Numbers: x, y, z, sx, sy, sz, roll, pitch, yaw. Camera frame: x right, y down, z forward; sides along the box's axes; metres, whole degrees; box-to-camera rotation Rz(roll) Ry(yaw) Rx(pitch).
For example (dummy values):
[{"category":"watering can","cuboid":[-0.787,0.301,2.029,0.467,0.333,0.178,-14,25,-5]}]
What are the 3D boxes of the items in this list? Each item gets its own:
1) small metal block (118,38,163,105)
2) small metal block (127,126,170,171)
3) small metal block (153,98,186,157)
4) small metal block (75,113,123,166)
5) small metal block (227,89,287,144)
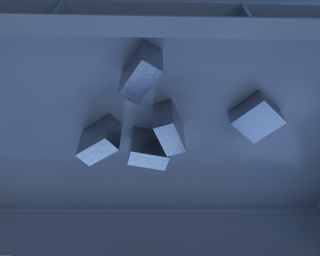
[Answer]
[{"category":"small metal block","cuboid":[-0.021,-0.062,0.340,0.025,0.050,0.050,27,125,-21]},{"category":"small metal block","cuboid":[-0.015,0.027,0.415,0.050,0.050,0.025,10,129,-9]},{"category":"small metal block","cuboid":[0.012,-0.001,0.392,0.025,0.050,0.050,-16,129,13]},{"category":"small metal block","cuboid":[-0.079,0.015,0.404,0.050,0.050,0.025,-29,125,22]},{"category":"small metal block","cuboid":[0.124,-0.014,0.399,0.050,0.025,0.050,36,121,-27]}]
